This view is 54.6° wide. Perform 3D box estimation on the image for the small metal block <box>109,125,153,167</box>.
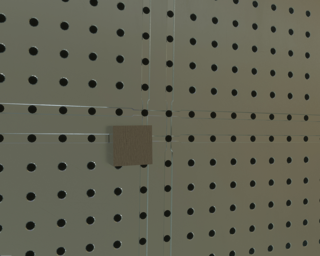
[{"bbox_3d":[-0.038,0.022,0.399,0.050,0.025,0.050,-1,90,-20],"label":"small metal block"}]
